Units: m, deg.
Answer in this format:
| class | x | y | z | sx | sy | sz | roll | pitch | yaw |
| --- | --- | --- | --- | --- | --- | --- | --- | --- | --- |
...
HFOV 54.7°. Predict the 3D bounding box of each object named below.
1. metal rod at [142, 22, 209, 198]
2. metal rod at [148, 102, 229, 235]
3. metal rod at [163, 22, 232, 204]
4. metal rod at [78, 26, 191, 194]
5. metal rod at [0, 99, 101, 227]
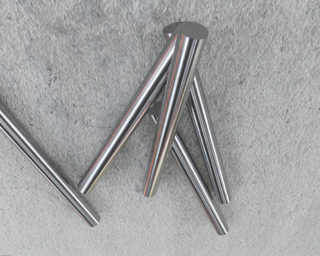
| class | x | y | z | sx | sy | sz | roll | pitch | yaw |
| --- | --- | --- | --- | --- | --- | --- | --- | --- | --- |
| metal rod | 0.006 | 0.009 | 0.376 | 0.025 | 0.025 | 0.298 | 7 | 142 | -6 |
| metal rod | 0.054 | 0.080 | 0.475 | 0.025 | 0.025 | 0.299 | -18 | 128 | 15 |
| metal rod | 0.059 | 0.005 | 0.411 | 0.025 | 0.025 | 0.299 | -14 | 129 | 11 |
| metal rod | -0.045 | 0.002 | 0.390 | 0.025 | 0.025 | 0.298 | 22 | 132 | -18 |
| metal rod | -0.167 | 0.056 | 0.452 | 0.025 | 0.025 | 0.299 | -16 | 129 | 13 |
